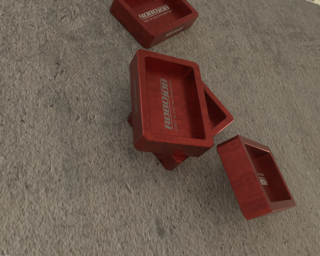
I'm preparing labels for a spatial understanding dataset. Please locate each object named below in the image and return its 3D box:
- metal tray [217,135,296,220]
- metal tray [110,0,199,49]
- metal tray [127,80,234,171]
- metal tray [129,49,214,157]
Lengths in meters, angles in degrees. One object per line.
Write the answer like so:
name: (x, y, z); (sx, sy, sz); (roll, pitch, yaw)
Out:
metal tray: (0.125, 0.063, 0.391); (0.131, 0.030, 0.090); (16, 50, -54)
metal tray: (-0.006, -0.192, 0.513); (0.090, 0.030, 0.131); (48, 51, 5)
metal tray: (0.032, -0.012, 0.424); (0.131, 0.030, 0.090); (-33, 80, -38)
metal tray: (0.012, -0.032, 0.386); (0.091, 0.030, 0.130); (8, 58, -24)
